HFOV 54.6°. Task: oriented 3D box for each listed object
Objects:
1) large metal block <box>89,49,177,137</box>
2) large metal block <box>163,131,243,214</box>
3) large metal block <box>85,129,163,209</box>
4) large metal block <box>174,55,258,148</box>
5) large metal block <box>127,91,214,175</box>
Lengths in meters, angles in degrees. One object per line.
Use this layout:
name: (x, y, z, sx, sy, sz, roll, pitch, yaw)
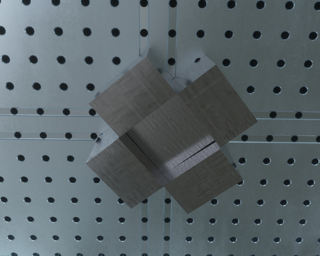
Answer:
large metal block: (-0.029, -0.045, 0.367, 0.080, 0.080, 0.050, -37, 106, 12)
large metal block: (0.051, 0.051, 0.404, 0.080, 0.080, 0.050, -35, 106, 12)
large metal block: (-0.041, 0.041, 0.398, 0.050, 0.080, 0.080, -37, 107, 12)
large metal block: (0.063, -0.035, 0.372, 0.050, 0.080, 0.080, -37, 106, 12)
large metal block: (0.012, -0.002, 0.398, 0.080, 0.050, 0.080, -36, 105, 14)
